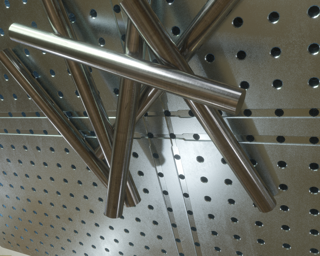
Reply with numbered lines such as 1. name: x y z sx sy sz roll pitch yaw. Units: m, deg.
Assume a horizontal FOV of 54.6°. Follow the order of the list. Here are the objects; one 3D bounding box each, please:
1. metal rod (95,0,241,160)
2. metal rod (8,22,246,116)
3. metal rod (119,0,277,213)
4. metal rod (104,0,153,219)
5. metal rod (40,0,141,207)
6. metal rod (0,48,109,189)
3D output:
1. metal rod: -0.011 -0.046 0.388 0.025 0.025 0.299 42 129 -1
2. metal rod: -0.055 -0.073 0.339 0.300 0.025 0.025 21 127 23
3. metal rod: 0.054 -0.014 0.351 0.025 0.025 0.300 -22 114 36
4. metal rod: -0.040 -0.020 0.377 0.025 0.025 0.298 17 112 18
5. metal rod: -0.089 -0.029 0.415 0.025 0.025 0.299 -12 105 33
6. metal rod: -0.145 0.004 0.491 0.025 0.025 0.300 -30 102 38
